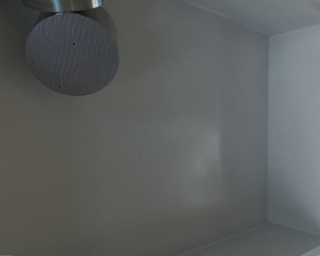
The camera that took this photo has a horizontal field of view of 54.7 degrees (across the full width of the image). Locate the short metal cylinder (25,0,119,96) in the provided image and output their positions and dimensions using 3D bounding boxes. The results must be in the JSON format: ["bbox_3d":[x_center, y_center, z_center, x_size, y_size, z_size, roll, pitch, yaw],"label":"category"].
[{"bbox_3d":[-0.081,-0.078,0.296,0.080,0.080,0.050,40,23,-33],"label":"short metal cylinder"}]

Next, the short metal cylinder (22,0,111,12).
[{"bbox_3d":[-0.084,-0.139,0.270,0.081,0.080,0.050,-34,139,-35],"label":"short metal cylinder"}]
